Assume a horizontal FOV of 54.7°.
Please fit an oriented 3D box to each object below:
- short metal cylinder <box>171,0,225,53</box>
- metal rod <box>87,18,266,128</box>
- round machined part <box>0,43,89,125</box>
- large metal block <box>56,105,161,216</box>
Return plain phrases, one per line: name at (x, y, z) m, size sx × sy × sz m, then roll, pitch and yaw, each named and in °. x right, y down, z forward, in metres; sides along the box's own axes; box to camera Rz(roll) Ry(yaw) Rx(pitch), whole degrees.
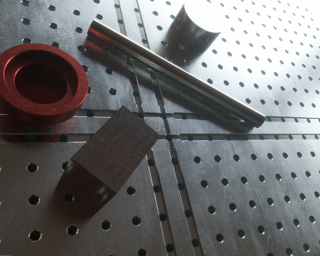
short metal cylinder at (0.066, -0.179, 0.539) m, size 0.081 × 0.050 × 0.080 m, roll 14°, pitch 56°, yaw -21°
metal rod at (0.032, -0.079, 0.475) m, size 0.301 × 0.025 × 0.025 m, roll 27°, pitch 52°, yaw -12°
round machined part at (-0.136, -0.045, 0.352) m, size 0.099 × 0.042 × 0.098 m, roll 14°, pitch 56°, yaw -21°
large metal block at (-0.055, 0.035, 0.323) m, size 0.050 × 0.080 × 0.080 m, roll 40°, pitch 51°, yaw -2°
